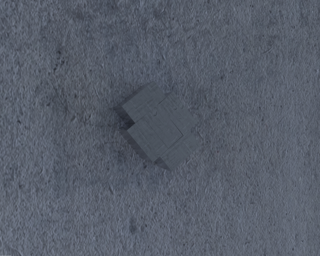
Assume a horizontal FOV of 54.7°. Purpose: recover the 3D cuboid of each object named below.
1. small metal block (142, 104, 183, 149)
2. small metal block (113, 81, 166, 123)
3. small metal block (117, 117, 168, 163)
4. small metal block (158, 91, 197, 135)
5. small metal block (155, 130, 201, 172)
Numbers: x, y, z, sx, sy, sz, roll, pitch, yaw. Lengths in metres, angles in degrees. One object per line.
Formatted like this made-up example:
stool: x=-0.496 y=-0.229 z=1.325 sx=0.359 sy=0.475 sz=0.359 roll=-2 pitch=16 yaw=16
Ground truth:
small metal block: x=-0.005 y=-0.002 z=0.396 sx=0.025 sy=0.050 sz=0.050 roll=-42 pitch=104 yaw=-15
small metal block: x=-0.027 y=-0.031 z=0.387 sx=0.050 sy=0.050 sz=0.025 roll=-41 pitch=104 yaw=-16
small metal block: x=-0.023 y=0.014 z=0.389 sx=0.025 sy=0.050 sz=0.050 roll=-42 pitch=104 yaw=-15
small metal block: x=0.014 y=-0.018 z=0.402 sx=0.025 sy=0.050 sz=0.050 roll=-43 pitch=104 yaw=-15
small metal block: x=0.017 y=0.028 z=0.404 sx=0.050 sy=0.050 sz=0.025 roll=-41 pitch=104 yaw=-16
